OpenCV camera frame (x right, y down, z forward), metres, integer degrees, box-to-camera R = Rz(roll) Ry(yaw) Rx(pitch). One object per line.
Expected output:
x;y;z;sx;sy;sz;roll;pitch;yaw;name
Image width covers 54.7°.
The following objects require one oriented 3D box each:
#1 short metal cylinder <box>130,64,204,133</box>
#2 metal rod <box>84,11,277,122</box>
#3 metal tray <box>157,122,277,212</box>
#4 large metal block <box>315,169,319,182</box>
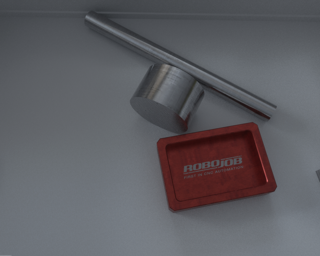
0.009;-0.036;0.394;0.080;0.080;0.050;25;72;8;short metal cylinder
0.022;-0.092;0.443;0.301;0.025;0.025;30;73;10;metal rod
0.068;0.049;0.389;0.131;0.030;0.090;-10;70;-4;metal tray
0.236;0.075;0.356;0.050;0.080;0.080;-11;71;-4;large metal block
